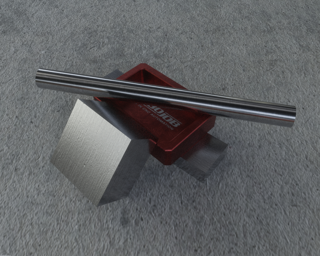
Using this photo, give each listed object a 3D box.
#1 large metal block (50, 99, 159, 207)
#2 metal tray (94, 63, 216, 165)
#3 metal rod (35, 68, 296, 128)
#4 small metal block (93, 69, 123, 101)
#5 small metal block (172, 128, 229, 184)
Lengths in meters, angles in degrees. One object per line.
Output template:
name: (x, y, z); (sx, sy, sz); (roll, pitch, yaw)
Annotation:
large metal block: (-0.062, 0.024, 0.337); (0.080, 0.080, 0.050); (35, 17, 26)
metal tray: (-0.007, -0.023, 0.387); (0.130, 0.030, 0.090); (36, 58, 26)
metal rod: (0.000, -0.037, 0.364); (0.302, 0.025, 0.025); (9, 51, 7)
small metal block: (-0.064, -0.053, 0.448); (0.050, 0.025, 0.050); (37, 59, 26)
small metal block: (0.047, 0.031, 0.379); (0.050, 0.025, 0.050); (31, 56, 23)
